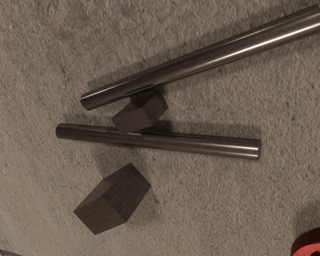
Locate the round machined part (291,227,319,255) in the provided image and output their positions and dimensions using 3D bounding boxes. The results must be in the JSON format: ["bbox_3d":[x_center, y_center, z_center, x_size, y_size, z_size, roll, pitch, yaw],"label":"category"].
[{"bbox_3d":[0.215,0.161,0.382,0.098,0.042,0.097,13,124,20],"label":"round machined part"}]

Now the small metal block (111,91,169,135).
[{"bbox_3d":[-0.025,-0.019,0.390,0.050,0.050,0.025,-17,110,34],"label":"small metal block"}]

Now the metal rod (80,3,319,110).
[{"bbox_3d":[0.020,-0.067,0.353,0.300,0.025,0.025,-14,111,33],"label":"metal rod"}]

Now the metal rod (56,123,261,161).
[{"bbox_3d":[-0.020,0.015,0.424,0.301,0.025,0.025,4,121,25],"label":"metal rod"}]

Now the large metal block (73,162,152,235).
[{"bbox_3d":[-0.072,0.108,0.474,0.080,0.080,0.050,-33,100,38],"label":"large metal block"}]
